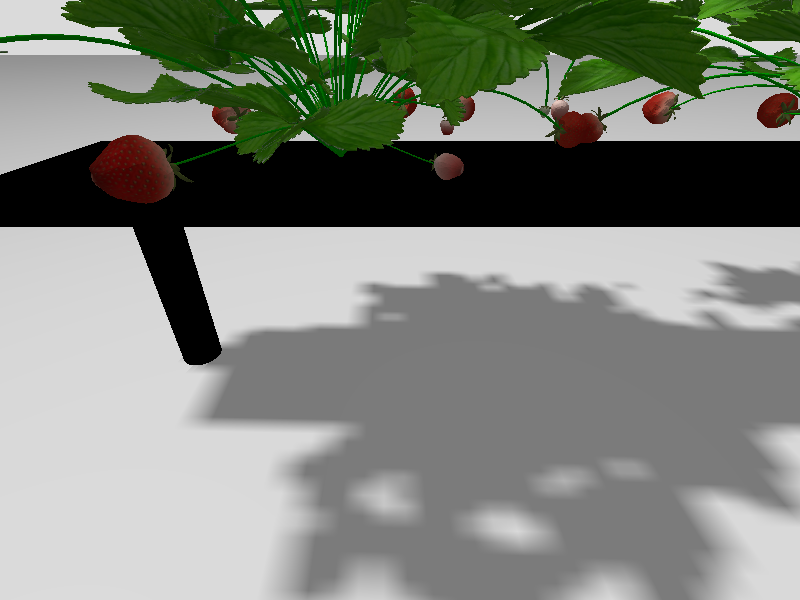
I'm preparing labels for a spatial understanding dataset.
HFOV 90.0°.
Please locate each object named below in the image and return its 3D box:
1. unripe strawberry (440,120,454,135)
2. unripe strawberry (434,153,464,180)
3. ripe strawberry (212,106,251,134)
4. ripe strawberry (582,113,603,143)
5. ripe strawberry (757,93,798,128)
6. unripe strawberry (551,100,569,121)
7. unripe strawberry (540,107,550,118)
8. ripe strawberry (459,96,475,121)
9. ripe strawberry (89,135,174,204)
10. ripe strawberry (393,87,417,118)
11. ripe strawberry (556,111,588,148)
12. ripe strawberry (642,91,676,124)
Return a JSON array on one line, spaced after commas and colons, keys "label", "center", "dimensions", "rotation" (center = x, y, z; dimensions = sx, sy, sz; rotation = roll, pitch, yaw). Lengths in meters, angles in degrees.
[{"label": "unripe strawberry", "center": [0.049, -0.177, 0.411], "dimensions": [0.015, 0.015, 0.016], "rotation": [-27, 41, -35]}, {"label": "unripe strawberry", "center": [0.034, -0.092, 0.275], "dimensions": [0.020, 0.017, 0.020], "rotation": [25, 40, 32]}, {"label": "ripe strawberry", "center": [-0.173, -0.189, 0.411], "dimensions": [0.035, 0.034, 0.038], "rotation": [23, 39, 32]}, {"label": "ripe strawberry", "center": [0.169, -0.155, 0.367], "dimensions": [0.028, 0.027, 0.030], "rotation": [-26, 24, 26]}, {"label": "ripe strawberry", "center": [0.423, -0.214, 0.452], "dimensions": [0.034, 0.036, 0.037], "rotation": [5, 33, 7]}, {"label": "unripe strawberry", "center": [0.192, -0.229, 0.483], "dimensions": [0.020, 0.024, 0.024], "rotation": [25, 41, 33]}, {"label": "unripe strawberry", "center": [0.158, -0.206, 0.439], "dimensions": [0.011, 0.011, 0.011], "rotation": [-19, 37, -26]}, {"label": "ripe strawberry", "center": [0.073, -0.229, 0.474], "dimensions": [0.036, 0.031, 0.036], "rotation": [21, 38, 29]}, {"label": "ripe strawberry", "center": [-0.157, -0.075, 0.234], "dimensions": [0.037, 0.039, 0.040], "rotation": [27, 42, 35]}, {"label": "ripe strawberry", "center": [0.007, -0.246, 0.499], "dimensions": [0.031, 0.036, 0.034], "rotation": [9, 33, 13]}, {"label": "ripe strawberry", "center": [0.158, -0.153, 0.362], "dimensions": [0.032, 0.031, 0.029], "rotation": [-2, 33, -11]}, {"label": "ripe strawberry", "center": [0.298, -0.221, 0.462], "dimensions": [0.030, 0.034, 0.032], "rotation": [-19, 32, -27]}]
